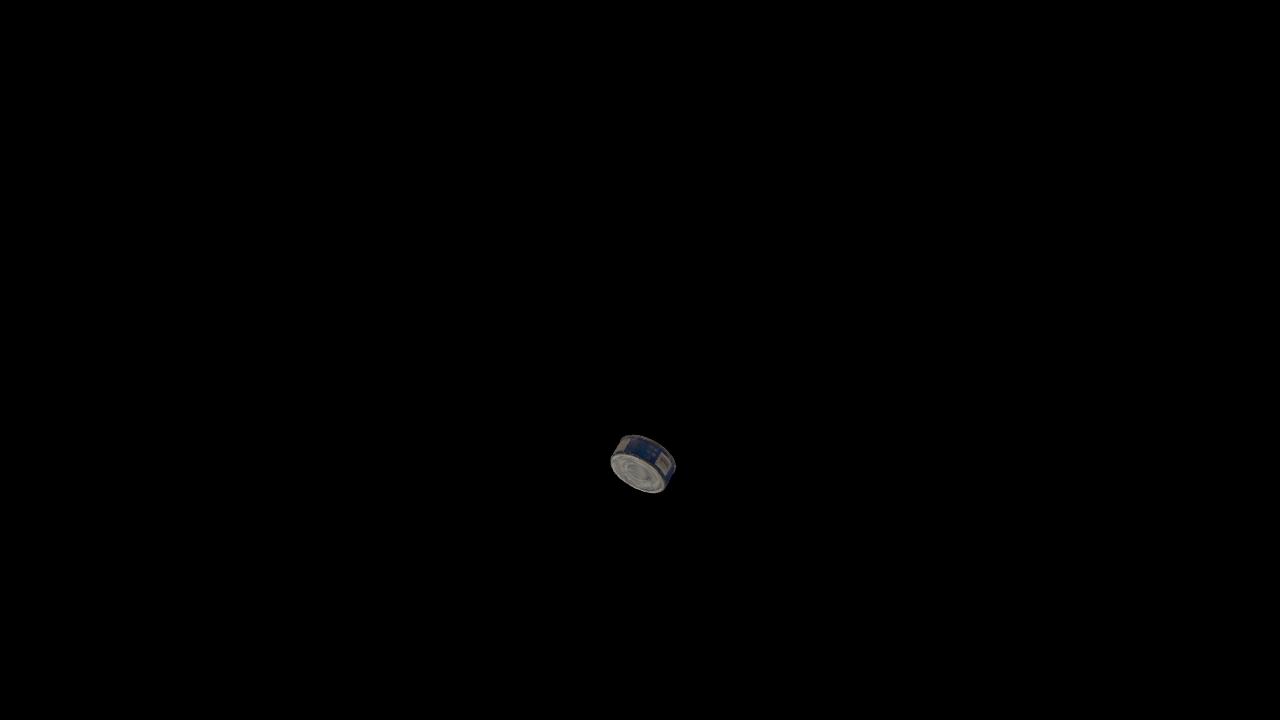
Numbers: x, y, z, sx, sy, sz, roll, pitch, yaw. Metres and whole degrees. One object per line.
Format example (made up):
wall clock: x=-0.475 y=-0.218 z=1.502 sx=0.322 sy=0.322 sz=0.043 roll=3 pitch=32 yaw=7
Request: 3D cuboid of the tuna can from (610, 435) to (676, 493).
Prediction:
tuna can: x=0.003 y=0.139 z=0.816 sx=0.084 sy=0.084 sz=0.034 roll=0 pitch=42 yaw=36
